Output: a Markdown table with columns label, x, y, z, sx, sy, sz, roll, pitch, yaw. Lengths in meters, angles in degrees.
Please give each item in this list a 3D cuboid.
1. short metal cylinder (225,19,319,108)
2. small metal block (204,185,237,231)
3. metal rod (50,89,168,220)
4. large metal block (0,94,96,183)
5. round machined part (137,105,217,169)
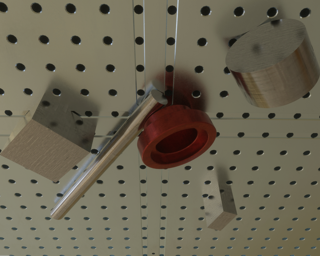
| label | x | y | z | sx | sy | sz | roll | pitch | yaw |
| --- | --- | --- | --- | --- | --- | --- | --- | --- | --- |
| short metal cylinder | 0.116 | -0.067 | 0.321 | 0.080 | 0.080 | 0.050 | -26 | 126 | 20 |
| small metal block | 0.098 | 0.132 | 0.509 | 0.025 | 0.050 | 0.050 | 19 | 128 | -16 |
| metal rod | -0.089 | 0.054 | 0.456 | 0.025 | 0.025 | 0.299 | 29 | 124 | -23 |
| large metal block | -0.144 | 0.016 | 0.407 | 0.080 | 0.050 | 0.080 | 36 | 121 | -27 |
| round machined part | 0.018 | 0.008 | 0.393 | 0.099 | 0.042 | 0.098 | -16 | 146 | -11 |
